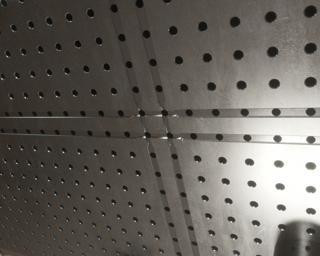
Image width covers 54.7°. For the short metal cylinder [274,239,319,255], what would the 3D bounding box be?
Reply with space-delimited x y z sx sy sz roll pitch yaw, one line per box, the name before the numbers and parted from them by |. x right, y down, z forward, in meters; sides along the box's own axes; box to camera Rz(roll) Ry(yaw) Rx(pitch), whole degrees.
short metal cylinder | 0.192 0.197 0.415 0.080 0.050 0.079 13 124 20
